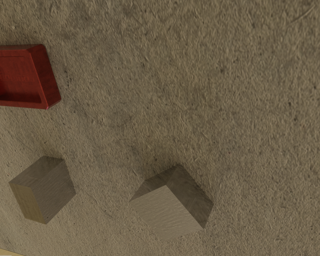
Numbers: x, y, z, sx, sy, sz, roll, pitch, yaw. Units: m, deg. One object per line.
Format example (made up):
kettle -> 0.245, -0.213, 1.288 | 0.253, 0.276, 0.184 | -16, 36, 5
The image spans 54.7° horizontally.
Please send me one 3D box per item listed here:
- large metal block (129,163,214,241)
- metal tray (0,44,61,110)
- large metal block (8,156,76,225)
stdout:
large metal block -> 0.017, 0.109, 0.449 | 0.080, 0.050, 0.080 | -33, 100, 38
metal tray -> -0.221, -0.078, 0.471 | 0.130, 0.030, 0.089 | 5, 121, 25
large metal block -> -0.203, 0.107, 0.544 | 0.050, 0.080, 0.079 | 6, 121, 25
